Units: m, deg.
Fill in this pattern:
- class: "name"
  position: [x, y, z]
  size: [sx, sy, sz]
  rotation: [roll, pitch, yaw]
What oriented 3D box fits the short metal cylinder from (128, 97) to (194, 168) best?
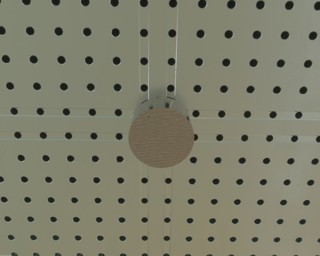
- class: "short metal cylinder"
  position: [0.002, 0.005, 0.402]
  size: [0.080, 0.050, 0.079]
  rotation: [0, 110, 0]
